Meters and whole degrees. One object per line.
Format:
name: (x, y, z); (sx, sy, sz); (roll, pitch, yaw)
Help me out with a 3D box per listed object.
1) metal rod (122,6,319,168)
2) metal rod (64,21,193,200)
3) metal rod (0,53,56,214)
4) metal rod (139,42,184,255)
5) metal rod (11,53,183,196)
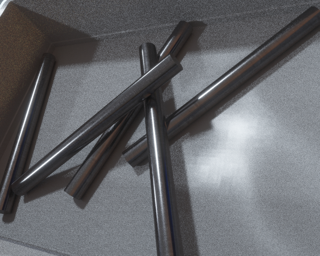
metal rod: (0.078, -0.051, 0.395); (0.300, 0.025, 0.025); (-38, 51, 2)
metal rod: (-0.038, -0.034, 0.444); (0.025, 0.025, 0.300); (23, 73, 36)
metal rod: (-0.222, -0.008, 0.524); (0.025, 0.025, 0.299); (-10, 57, 22)
metal rod: (-0.003, 0.009, 0.367); (0.025, 0.025, 0.299); (-19, 55, 17)
metal rod: (-0.095, 0.006, 0.409); (0.300, 0.025, 0.025); (-36, 50, 19)
